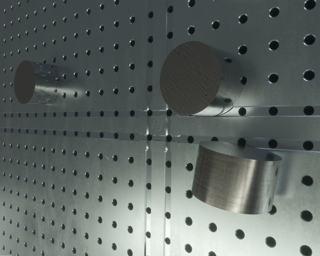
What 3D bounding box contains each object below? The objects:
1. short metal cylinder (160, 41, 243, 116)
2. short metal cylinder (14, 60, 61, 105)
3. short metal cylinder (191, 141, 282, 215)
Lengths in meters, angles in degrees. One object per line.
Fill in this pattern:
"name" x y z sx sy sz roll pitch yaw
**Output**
"short metal cylinder" 0.047 -0.054 0.354 0.080 0.050 0.079 0 90 40
"short metal cylinder" -0.232 -0.084 0.584 0.080 0.050 0.079 0 90 40
"short metal cylinder" 0.076 0.046 0.311 0.080 0.081 0.050 15 100 39
